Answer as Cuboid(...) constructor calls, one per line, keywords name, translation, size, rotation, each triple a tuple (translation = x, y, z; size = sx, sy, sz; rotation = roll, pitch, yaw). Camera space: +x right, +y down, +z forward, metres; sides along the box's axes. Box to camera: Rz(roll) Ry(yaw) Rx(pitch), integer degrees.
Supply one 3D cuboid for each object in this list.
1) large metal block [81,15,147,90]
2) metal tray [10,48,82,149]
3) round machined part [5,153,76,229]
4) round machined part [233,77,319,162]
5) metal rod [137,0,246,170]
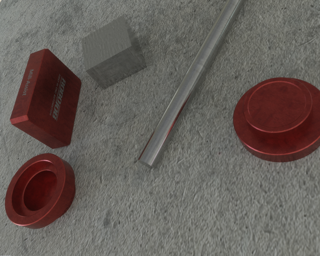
Cuboid(name="large metal block", translation=(-0.075, -0.121, 0.500), size=(0.080, 0.050, 0.080), rotation=(-26, 53, 12))
Cuboid(name="metal tray", translation=(-0.168, -0.044, 0.475), size=(0.030, 0.090, 0.130), rotation=(-13, 57, 21))
Cuboid(name="round machined part", translation=(-0.155, 0.087, 0.419), size=(0.098, 0.042, 0.098), rotation=(-13, 56, 20))
Cuboid(name="round machined part", translation=(0.128, -0.016, 0.335), size=(0.098, 0.042, 0.098), rotation=(-13, 56, 20))
Cuboid(name="metal rod", translation=(0.053, -0.081, 0.424), size=(0.025, 0.025, 0.300), rotation=(18, 71, 34))
